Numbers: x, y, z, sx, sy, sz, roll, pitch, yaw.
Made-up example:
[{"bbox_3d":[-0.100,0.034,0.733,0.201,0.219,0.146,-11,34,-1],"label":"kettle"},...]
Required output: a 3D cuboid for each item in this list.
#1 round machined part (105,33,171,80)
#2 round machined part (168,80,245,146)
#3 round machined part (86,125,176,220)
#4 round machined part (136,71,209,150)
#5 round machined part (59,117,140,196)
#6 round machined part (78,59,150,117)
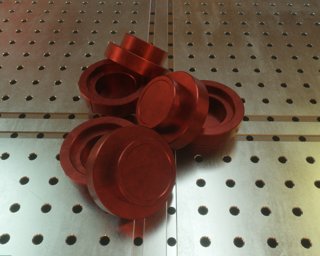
[{"bbox_3d":[-0.027,-0.103,0.448,0.098,0.042,0.098,25,11,-5],"label":"round machined part"},{"bbox_3d":[0.058,-0.016,0.410,0.099,0.042,0.098,0,50,0],"label":"round machined part"},{"bbox_3d":[-0.022,0.045,0.322,0.099,0.042,0.098,5,82,-33],"label":"round machined part"},{"bbox_3d":[0.008,-0.025,0.378,0.042,0.098,0.098,22,37,-39],"label":"round machined part"},{"bbox_3d":[-0.063,0.036,0.365,0.099,0.042,0.098,0,50,0],"label":"round machined part"},{"bbox_3d":[-0.062,-0.053,0.440,0.099,0.042,0.098,0,50,0],"label":"round machined part"}]
